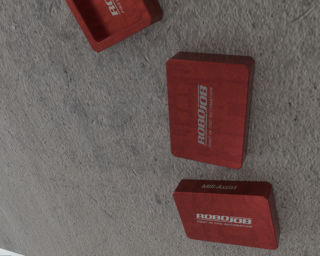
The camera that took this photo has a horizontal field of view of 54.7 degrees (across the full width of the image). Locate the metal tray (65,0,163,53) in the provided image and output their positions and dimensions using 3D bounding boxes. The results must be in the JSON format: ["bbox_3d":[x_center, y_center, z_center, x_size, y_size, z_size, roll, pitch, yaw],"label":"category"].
[{"bbox_3d":[-0.065,-0.160,0.338,0.090,0.030,0.130,-17,110,34],"label":"metal tray"}]

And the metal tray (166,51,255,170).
[{"bbox_3d":[0.057,-0.019,0.362,0.090,0.030,0.129,10,123,23],"label":"metal tray"}]

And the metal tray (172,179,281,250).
[{"bbox_3d":[0.091,0.117,0.428,0.130,0.030,0.090,-4,117,30],"label":"metal tray"}]
